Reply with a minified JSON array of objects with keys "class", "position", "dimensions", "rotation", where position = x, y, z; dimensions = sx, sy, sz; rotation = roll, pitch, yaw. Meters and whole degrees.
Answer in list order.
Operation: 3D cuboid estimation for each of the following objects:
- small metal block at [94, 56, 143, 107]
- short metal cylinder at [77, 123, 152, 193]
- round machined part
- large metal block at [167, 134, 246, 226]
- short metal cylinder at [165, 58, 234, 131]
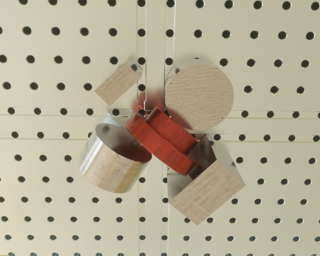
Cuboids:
[{"class":"small metal block","position":[-0.049,-0.058,0.378],"dimensions":[0.050,0.050,0.025],"rotation":[-40,106,13]},{"class":"short metal cylinder","position":[-0.058,0.037,0.397],"dimensions":[0.080,0.080,0.050],"rotation":[29,107,-11]},{"class":"round machined part","position":[0.008,0.011,0.379],"dimensions":[0.098,0.098,0.042],"rotation":[39,93,-14]},{"class":"large metal block","position":[0.056,0.066,0.410],"dimensions":[0.050,0.080,0.080],"rotation":[42,105,-14]},{"class":"short metal cylinder","position":[0.046,-0.043,0.384],"dimensions":[0.081,0.050,0.079],"rotation":[0,110,-1]}]
